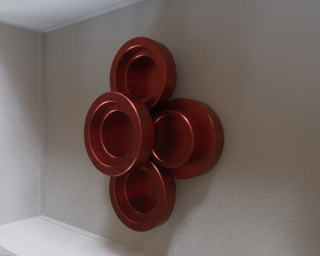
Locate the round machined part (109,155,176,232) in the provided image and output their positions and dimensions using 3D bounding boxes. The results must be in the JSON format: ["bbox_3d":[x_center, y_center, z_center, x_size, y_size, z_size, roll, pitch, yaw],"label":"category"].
[{"bbox_3d":[-0.018,0.081,0.406,0.098,0.042,0.097,0,90,39],"label":"round machined part"}]

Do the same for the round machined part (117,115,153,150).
[{"bbox_3d":[-0.053,0.009,0.435,0.098,0.042,0.097,0,90,39],"label":"round machined part"}]

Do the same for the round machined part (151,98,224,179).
[{"bbox_3d":[0.023,0.013,0.372,0.098,0.042,0.097,0,90,39],"label":"round machined part"}]

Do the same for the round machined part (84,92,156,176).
[{"bbox_3d":[-0.044,0.007,0.373,0.098,0.042,0.097,0,90,39],"label":"round machined part"}]

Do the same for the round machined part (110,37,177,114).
[{"bbox_3d":[-0.017,-0.065,0.405,0.098,0.042,0.097,0,90,39],"label":"round machined part"}]
